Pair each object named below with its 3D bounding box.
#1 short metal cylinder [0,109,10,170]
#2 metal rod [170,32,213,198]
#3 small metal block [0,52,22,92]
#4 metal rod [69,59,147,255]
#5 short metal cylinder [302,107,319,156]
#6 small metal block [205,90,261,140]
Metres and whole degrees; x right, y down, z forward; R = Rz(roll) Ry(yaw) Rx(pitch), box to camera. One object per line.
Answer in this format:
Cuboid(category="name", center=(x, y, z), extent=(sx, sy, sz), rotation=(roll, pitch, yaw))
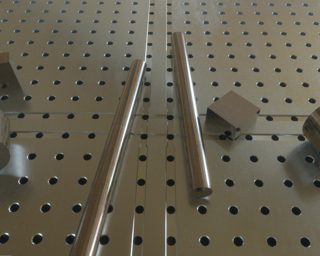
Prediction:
Cuboid(category="short metal cylinder", center=(-0.218, 0.015, 0.358), extent=(0.081, 0.080, 0.050), rotation=(-13, 52, -11))
Cuboid(category="metal rod", center=(0.039, -0.042, 0.443), extent=(0.025, 0.025, 0.300), rotation=(-2, 50, -2))
Cuboid(category="small metal block", center=(-0.240, -0.080, 0.457), extent=(0.050, 0.050, 0.025), rotation=(-14, 52, -11))
Cuboid(category="metal rod", center=(-0.055, 0.015, 0.394), extent=(0.025, 0.025, 0.300), rotation=(7, 50, 5))
Cuboid(category="short metal cylinder", center=(0.222, 0.004, 0.370), extent=(0.081, 0.080, 0.050), rotation=(-12, 51, -10))
Cuboid(category="small metal block", center=(0.099, -0.019, 0.424), extent=(0.050, 0.025, 0.050), rotation=(-35, 58, -26))
